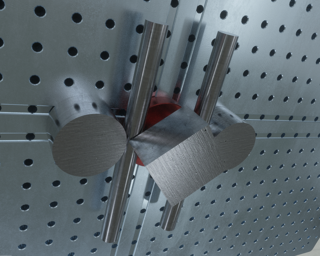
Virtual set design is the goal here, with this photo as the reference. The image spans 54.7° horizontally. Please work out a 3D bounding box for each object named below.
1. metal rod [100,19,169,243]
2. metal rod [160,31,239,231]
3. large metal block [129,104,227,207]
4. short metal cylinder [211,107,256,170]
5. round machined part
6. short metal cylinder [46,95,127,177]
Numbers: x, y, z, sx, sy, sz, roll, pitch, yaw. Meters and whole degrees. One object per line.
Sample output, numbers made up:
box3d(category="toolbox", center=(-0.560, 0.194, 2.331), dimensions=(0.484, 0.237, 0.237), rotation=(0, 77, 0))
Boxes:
box3d(category="metal rod", center=(-0.037, 0.023, 0.377), dimensions=(0.025, 0.025, 0.298), rotation=(0, 118, -29))
box3d(category="metal rod", center=(0.046, 0.021, 0.422), dimensions=(0.025, 0.025, 0.298), rotation=(0, 119, -29))
box3d(category="large metal block", center=(0.023, 0.033, 0.366), dimensions=(0.080, 0.050, 0.080), rotation=(-33, 129, -7))
box3d(category="short metal cylinder", center=(0.091, 0.016, 0.453), dimensions=(0.081, 0.050, 0.079), rotation=(-14, 124, -21))
box3d(category="round machined part", center=(0.000, 0.012, 0.408), dimensions=(0.099, 0.042, 0.097), rotation=(-14, 124, -21))
box3d(category="short metal cylinder", center=(-0.085, 0.008, 0.354), dimensions=(0.081, 0.050, 0.079), rotation=(-14, 124, -21))
